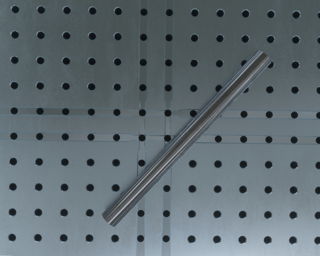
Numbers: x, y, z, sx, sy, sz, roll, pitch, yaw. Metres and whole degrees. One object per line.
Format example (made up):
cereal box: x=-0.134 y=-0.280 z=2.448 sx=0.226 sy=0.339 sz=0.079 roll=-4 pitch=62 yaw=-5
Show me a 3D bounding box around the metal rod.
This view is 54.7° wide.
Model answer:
metal rod: x=0.036 y=0.014 z=0.413 sx=0.025 sy=0.025 sz=0.300 roll=44 pitch=90 yaw=-1
